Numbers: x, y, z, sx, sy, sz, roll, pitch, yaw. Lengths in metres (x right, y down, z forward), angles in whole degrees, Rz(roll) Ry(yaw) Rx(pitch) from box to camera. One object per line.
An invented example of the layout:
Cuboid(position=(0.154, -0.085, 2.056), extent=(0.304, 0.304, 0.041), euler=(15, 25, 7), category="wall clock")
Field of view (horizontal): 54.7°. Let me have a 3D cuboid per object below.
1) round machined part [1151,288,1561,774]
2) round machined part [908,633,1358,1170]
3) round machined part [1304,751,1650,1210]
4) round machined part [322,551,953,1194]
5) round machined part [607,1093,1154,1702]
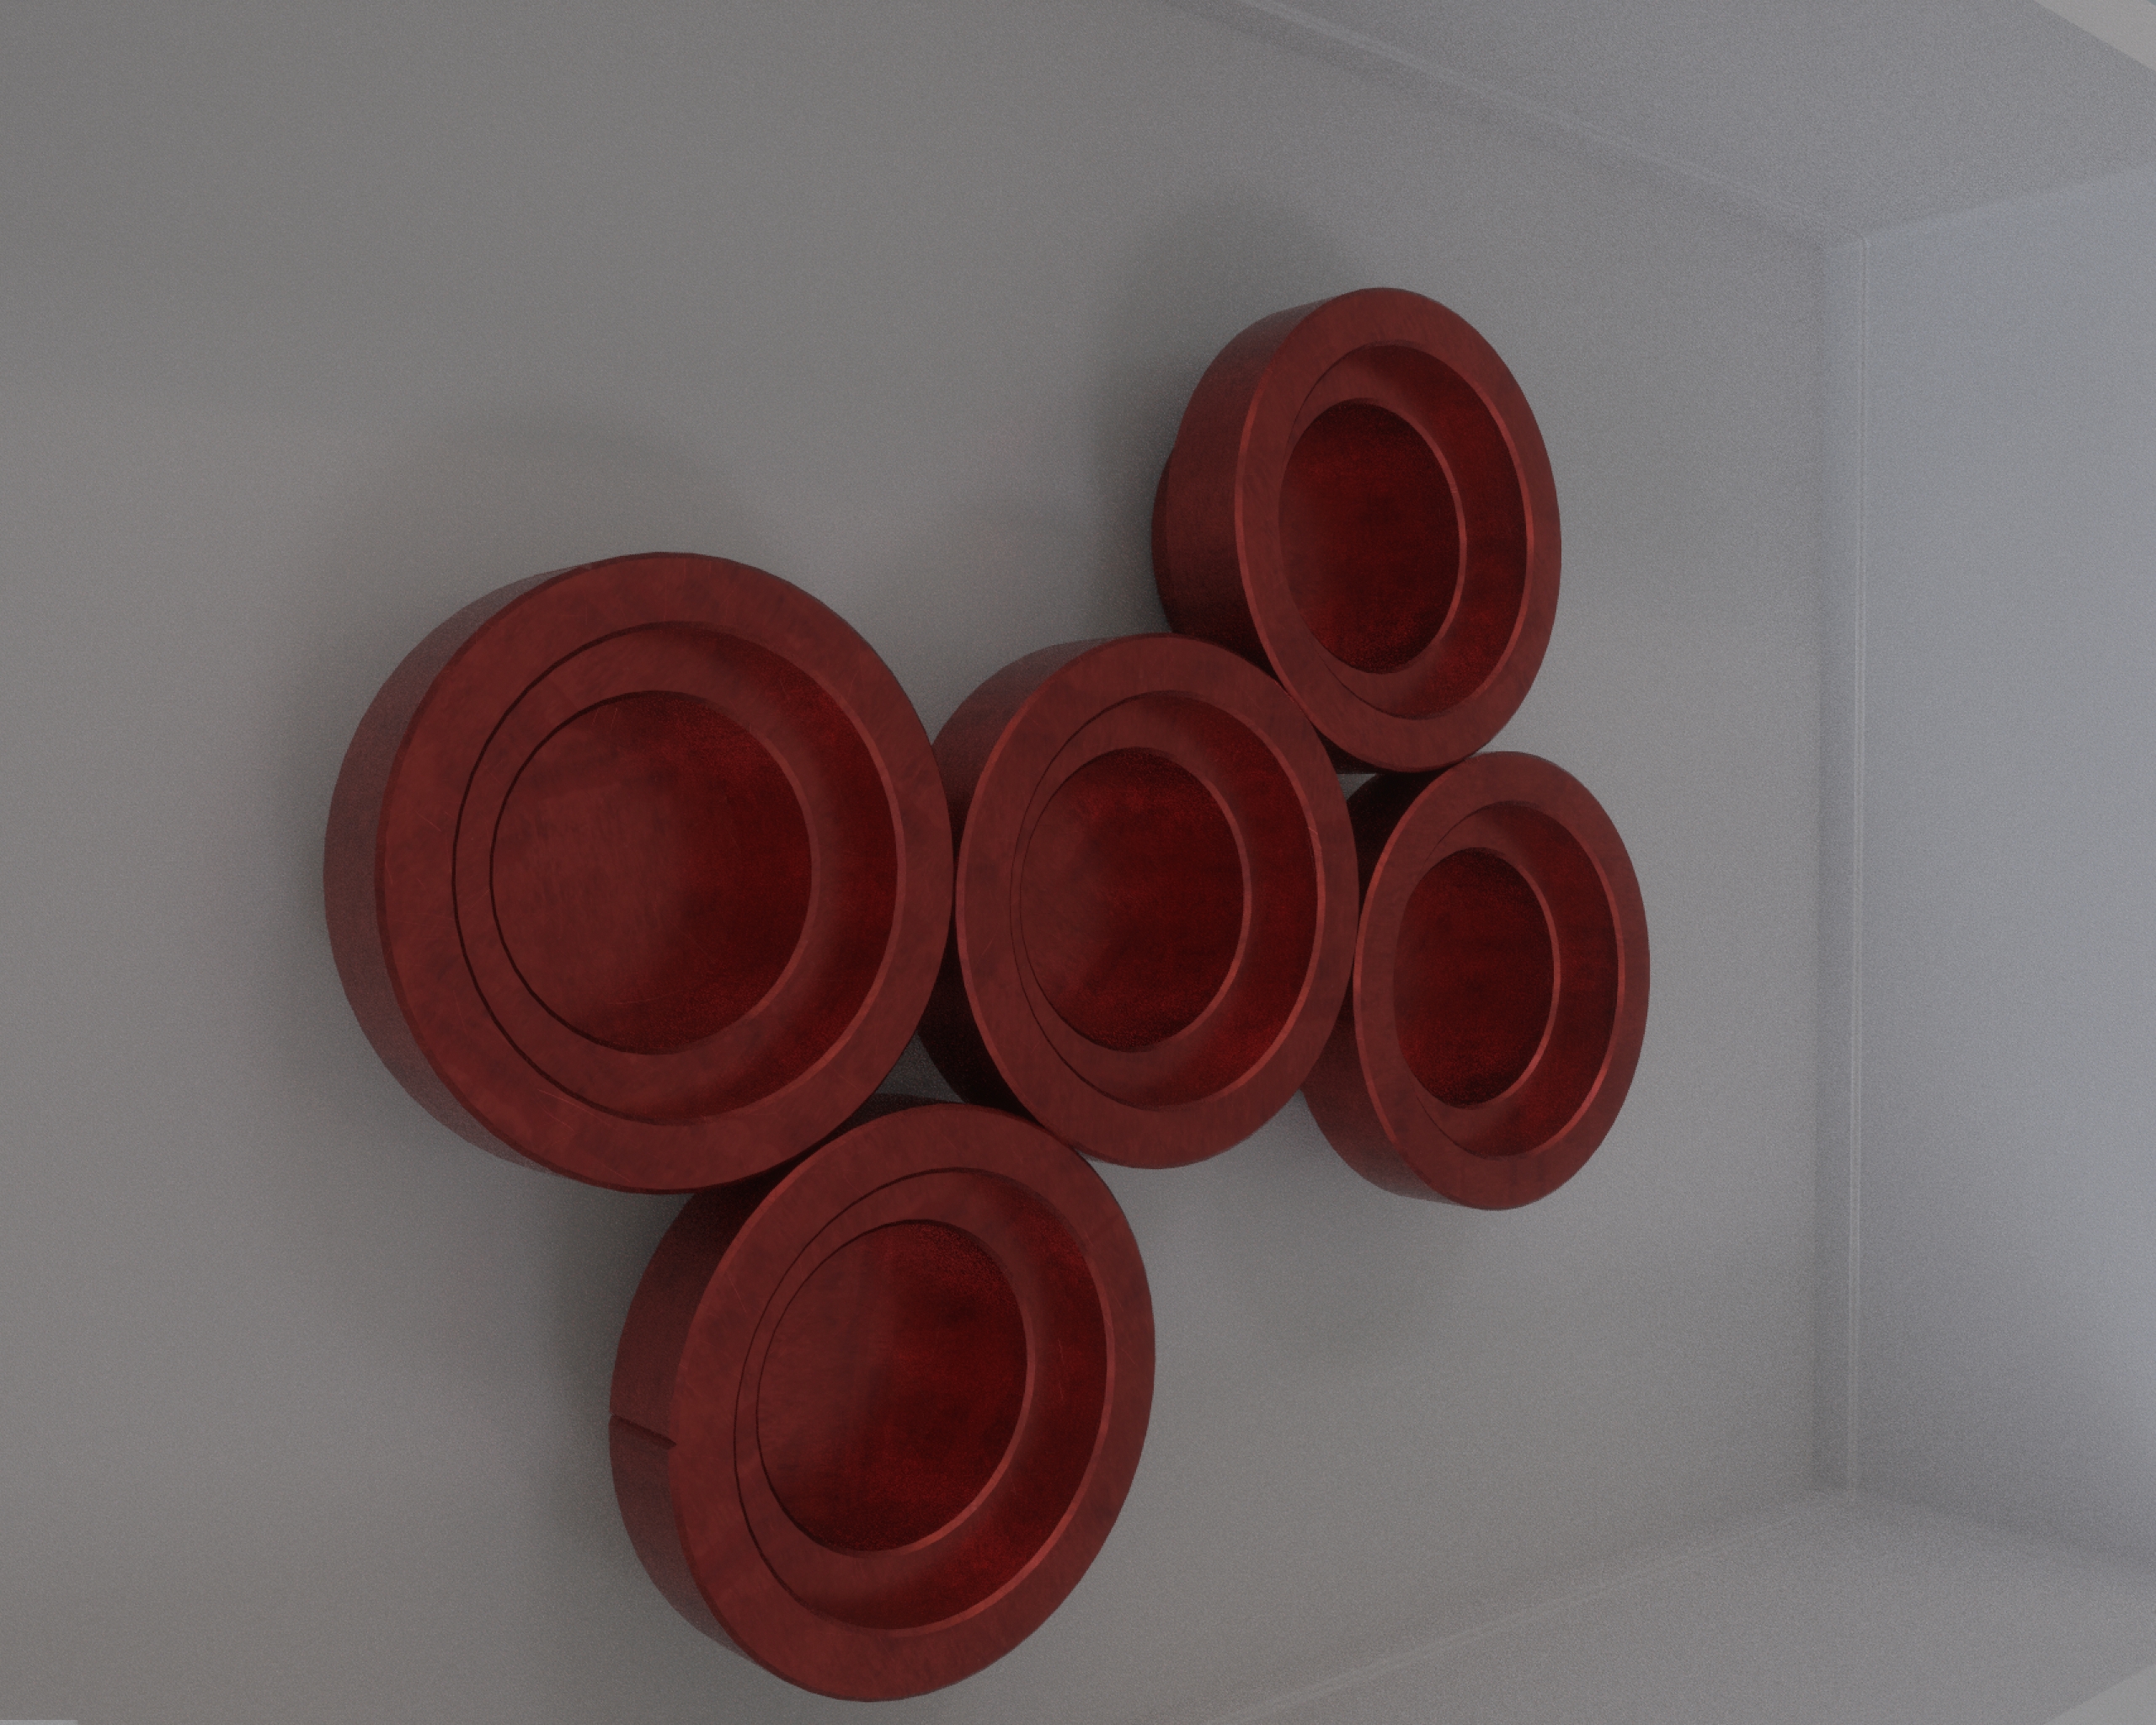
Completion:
Cuboid(position=(0.054, -0.067, 0.437), extent=(0.099, 0.042, 0.097), euler=(0, 90, -40), category="round machined part")
Cuboid(position=(0.005, 0.007, 0.395), extent=(0.099, 0.042, 0.097), euler=(0, 90, -40), category="round machined part")
Cuboid(position=(0.079, 0.025, 0.458), extent=(0.099, 0.042, 0.097), euler=(0, 90, -40), category="round machined part")
Cuboid(position=(-0.072, 0.001, 0.332), extent=(0.099, 0.042, 0.097), euler=(0, 90, -40), category="round machined part")
Cuboid(position=(-0.037, 0.089, 0.361), extent=(0.099, 0.042, 0.097), euler=(0, 90, -40), category="round machined part")
